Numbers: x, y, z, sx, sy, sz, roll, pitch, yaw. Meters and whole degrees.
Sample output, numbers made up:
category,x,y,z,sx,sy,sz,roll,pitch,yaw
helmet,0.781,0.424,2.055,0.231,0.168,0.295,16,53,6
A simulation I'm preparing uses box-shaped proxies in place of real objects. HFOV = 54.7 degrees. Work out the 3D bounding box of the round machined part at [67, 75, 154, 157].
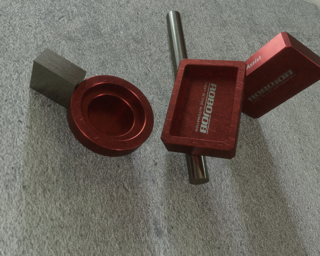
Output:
category,x,y,z,sx,sy,sz,roll,pitch,yaw
round machined part,-0.060,-0.011,0.367,0.099,0.042,0.098,14,57,-23

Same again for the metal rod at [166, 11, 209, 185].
category,x,y,z,sx,sy,sz,roll,pitch,yaw
metal rod,0.036,-0.063,0.463,0.025,0.025,0.299,9,58,-24

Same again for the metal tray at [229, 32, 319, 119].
category,x,y,z,sx,sy,sz,roll,pitch,yaw
metal tray,0.161,-0.071,0.459,0.091,0.129,0.030,22,49,-28

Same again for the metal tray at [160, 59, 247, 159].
category,x,y,z,sx,sy,sz,roll,pitch,yaw
metal tray,0.060,-0.029,0.406,0.090,0.030,0.130,6,65,17

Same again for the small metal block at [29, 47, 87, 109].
category,x,y,z,sx,sy,sz,roll,pitch,yaw
small metal block,-0.119,-0.056,0.359,0.050,0.050,0.025,31,52,-8
